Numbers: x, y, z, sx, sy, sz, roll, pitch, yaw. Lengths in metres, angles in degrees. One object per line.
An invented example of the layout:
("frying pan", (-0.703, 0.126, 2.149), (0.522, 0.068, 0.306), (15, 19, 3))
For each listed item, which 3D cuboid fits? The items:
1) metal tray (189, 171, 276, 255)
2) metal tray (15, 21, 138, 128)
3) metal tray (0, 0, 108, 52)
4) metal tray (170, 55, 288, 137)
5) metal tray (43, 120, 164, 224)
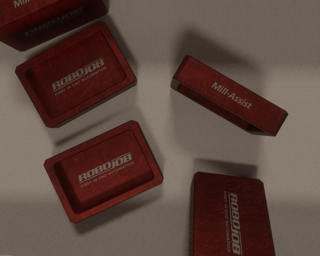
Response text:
("metal tray", (0.083, 0.118, 0.369), (0.091, 0.030, 0.130), (7, 46, 0))
("metal tray", (-0.107, -0.068, 0.407), (0.130, 0.030, 0.090), (-29, 90, -1))
("metal tray", (-0.135, -0.142, 0.377), (0.131, 0.090, 0.030), (-24, 90, 0))
("metal tray", (0.077, -0.036, 0.379), (0.130, 0.090, 0.030), (30, 90, -1))
("metal tray", (-0.072, 0.056, 0.407), (0.131, 0.030, 0.090), (-25, 90, -1))
